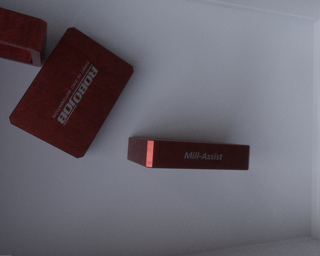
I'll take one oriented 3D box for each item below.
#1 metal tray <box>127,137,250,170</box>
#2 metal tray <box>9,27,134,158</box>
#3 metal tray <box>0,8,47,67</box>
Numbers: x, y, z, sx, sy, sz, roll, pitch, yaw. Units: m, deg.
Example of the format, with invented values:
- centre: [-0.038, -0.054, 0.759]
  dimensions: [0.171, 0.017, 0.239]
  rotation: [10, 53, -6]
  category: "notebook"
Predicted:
- centre: [0.033, 0.031, 0.389]
  dimensions: [0.131, 0.090, 0.030]
  rotation: [4, 89, -20]
  category: "metal tray"
- centre: [-0.102, -0.041, 0.371]
  dimensions: [0.090, 0.030, 0.130]
  rotation: [32, 79, -18]
  category: "metal tray"
- centre: [-0.184, -0.098, 0.307]
  dimensions: [0.131, 0.090, 0.030]
  rotation: [11, 87, -20]
  category: "metal tray"
